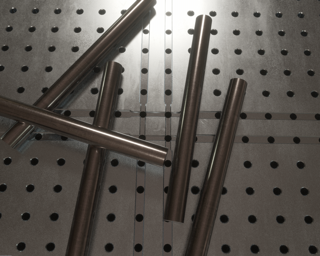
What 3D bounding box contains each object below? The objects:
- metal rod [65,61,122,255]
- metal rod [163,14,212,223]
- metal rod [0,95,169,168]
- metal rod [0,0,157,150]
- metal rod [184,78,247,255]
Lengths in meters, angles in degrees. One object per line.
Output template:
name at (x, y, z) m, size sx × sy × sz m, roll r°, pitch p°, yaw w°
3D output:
metal rod at (-0.084, 0.051, 0.392) m, size 0.025 × 0.025 × 0.299 m, roll 7°, pitch 70°, yaw 2°
metal rod at (0.042, -0.026, 0.421) m, size 0.025 × 0.025 × 0.299 m, roll 9°, pitch 70°, yaw 3°
metal rod at (-0.137, -0.008, 0.385) m, size 0.301 × 0.025 × 0.025 m, roll 17°, pitch 71°, yaw 6°
metal rod at (-0.106, -0.091, 0.443) m, size 0.025 × 0.025 × 0.300 m, roll 36°, pitch 73°, yaw 12°
metal rod at (0.066, 0.071, 0.386) m, size 0.025 × 0.025 × 0.299 m, roll 16°, pitch 71°, yaw 5°
